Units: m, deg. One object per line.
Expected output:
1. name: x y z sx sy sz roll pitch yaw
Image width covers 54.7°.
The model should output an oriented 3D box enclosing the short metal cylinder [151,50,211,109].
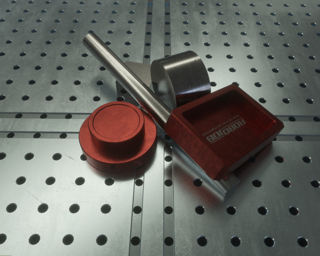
1. short metal cylinder: 0.026 -0.060 0.422 0.050 0.080 0.080 -20 53 -16

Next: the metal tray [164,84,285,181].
1. metal tray: 0.081 -0.001 0.379 0.131 0.030 0.090 -25 61 -39

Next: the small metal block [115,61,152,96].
1. small metal block: -0.034 -0.073 0.469 0.050 0.025 0.050 10 51 8

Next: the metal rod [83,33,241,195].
1. metal rod: -0.011 -0.033 0.413 0.025 0.025 0.300 -33 65 -24

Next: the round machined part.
1. round machined part: -0.053 0.004 0.391 0.099 0.042 0.098 0 50 0
